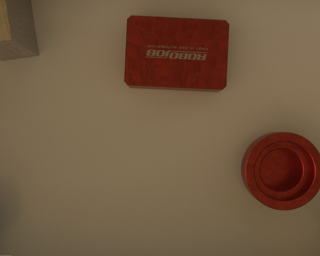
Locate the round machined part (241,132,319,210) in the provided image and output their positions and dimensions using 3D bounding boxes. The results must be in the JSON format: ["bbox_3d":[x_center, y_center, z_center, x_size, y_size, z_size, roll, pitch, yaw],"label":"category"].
[{"bbox_3d":[0.155,0.054,0.405,0.099,0.042,0.097,0,90,-1],"label":"round machined part"}]

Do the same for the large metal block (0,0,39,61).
[{"bbox_3d":[-0.195,-0.134,0.381,0.050,0.080,0.080,-8,90,0],"label":"large metal block"}]

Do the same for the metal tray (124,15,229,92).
[{"bbox_3d":[0.022,-0.096,0.409,0.131,0.030,0.089,3,90,-1],"label":"metal tray"}]
